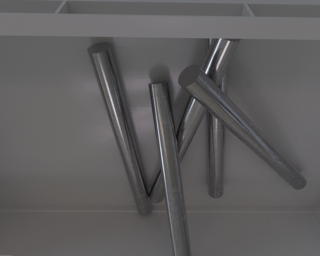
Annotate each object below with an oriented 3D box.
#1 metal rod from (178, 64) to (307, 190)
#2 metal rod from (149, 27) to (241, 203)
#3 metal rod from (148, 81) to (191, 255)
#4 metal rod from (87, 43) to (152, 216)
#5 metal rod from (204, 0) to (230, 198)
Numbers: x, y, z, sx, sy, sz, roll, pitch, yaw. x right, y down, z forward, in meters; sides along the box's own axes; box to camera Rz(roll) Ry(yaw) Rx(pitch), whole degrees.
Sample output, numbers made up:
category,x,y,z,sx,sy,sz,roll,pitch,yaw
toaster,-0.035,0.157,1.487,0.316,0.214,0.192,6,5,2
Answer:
category,x,y,z,sx,sy,sz,roll,pitch,yaw
metal rod,0.122,0.018,0.387,0.025,0.025,0.301,-33,135,24
metal rod,0.030,0.011,0.399,0.025,0.025,0.298,11,135,-9
metal rod,0.019,0.089,0.404,0.025,0.025,0.298,-7,105,5
metal rod,-0.046,0.026,0.430,0.025,0.025,0.298,-6,130,5
metal rod,0.073,-0.010,0.400,0.025,0.025,0.298,-5,130,4
